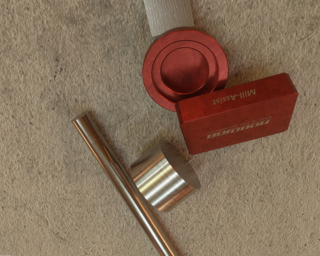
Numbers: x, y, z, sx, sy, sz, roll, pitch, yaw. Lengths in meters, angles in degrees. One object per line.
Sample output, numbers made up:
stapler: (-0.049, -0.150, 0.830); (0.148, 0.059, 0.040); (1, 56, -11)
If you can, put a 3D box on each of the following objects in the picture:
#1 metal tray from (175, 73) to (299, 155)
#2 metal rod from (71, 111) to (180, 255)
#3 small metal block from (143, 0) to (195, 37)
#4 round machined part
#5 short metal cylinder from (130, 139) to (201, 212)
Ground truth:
metal tray: (0.091, -0.013, 0.376); (0.131, 0.030, 0.090); (-15, 150, 5)
metal rod: (-0.035, 0.109, 0.449); (0.025, 0.025, 0.299); (-26, 108, 9)
small metal block: (0.009, -0.138, 0.359); (0.050, 0.025, 0.050); (-13, 110, 4)
round machined part: (0.029, -0.071, 0.371); (0.099, 0.042, 0.097); (0, 117, 0)
short metal cylinder: (0.008, 0.061, 0.403); (0.050, 0.080, 0.080); (-41, 105, 13)
